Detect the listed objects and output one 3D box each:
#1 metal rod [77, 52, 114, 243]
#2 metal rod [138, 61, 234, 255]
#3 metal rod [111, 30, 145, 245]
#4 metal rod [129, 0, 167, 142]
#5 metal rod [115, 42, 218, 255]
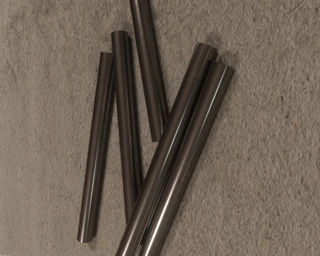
[{"bbox_3d":[-0.099,0.034,0.483,0.025,0.025,0.298,14,99,39],"label":"metal rod"},{"bbox_3d":[0.022,0.064,0.384,0.025,0.025,0.298,31,109,35],"label":"metal rod"},{"bbox_3d":[-0.046,0.011,0.440,0.025,0.025,0.298,-8,85,39],"label":"metal rod"},{"bbox_3d":[-0.022,-0.129,0.421,0.025,0.025,0.298,-16,80,38],"label":"metal rod"},{"bbox_3d":[0.002,0.042,0.383,0.025,0.025,0.298,28,102,36],"label":"metal rod"}]
